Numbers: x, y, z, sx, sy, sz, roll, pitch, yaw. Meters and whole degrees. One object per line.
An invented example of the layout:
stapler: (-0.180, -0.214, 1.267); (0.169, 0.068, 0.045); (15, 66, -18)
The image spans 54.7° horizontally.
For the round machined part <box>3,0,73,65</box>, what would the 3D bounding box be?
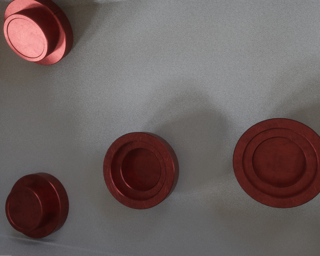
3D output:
round machined part: (-0.178, -0.134, 0.439); (0.098, 0.042, 0.097); (10, 128, 13)

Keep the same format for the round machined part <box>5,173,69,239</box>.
round machined part: (-0.192, 0.119, 0.469); (0.098, 0.042, 0.097); (0, 90, 20)

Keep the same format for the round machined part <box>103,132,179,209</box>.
round machined part: (-0.022, 0.053, 0.409); (0.098, 0.042, 0.097); (0, 90, 20)

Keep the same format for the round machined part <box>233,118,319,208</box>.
round machined part: (0.136, 0.038, 0.353); (0.098, 0.042, 0.097); (0, 90, 20)
